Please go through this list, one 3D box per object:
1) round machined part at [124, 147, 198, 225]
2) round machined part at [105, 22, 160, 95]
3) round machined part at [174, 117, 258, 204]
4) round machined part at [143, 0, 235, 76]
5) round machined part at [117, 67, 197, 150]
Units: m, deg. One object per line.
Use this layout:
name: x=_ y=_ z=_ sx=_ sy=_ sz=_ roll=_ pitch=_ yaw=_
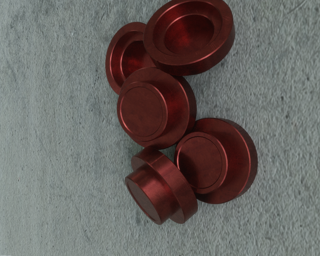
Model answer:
round machined part: x=-0.005 y=0.074 z=0.365 sx=0.098 sy=0.042 sz=0.097 roll=43 pitch=154 yaw=27
round machined part: x=-0.025 y=-0.087 z=0.414 sx=0.098 sy=0.042 sz=0.097 roll=0 pitch=90 yaw=39
round machined part: x=0.055 y=0.037 z=0.349 sx=0.098 sy=0.042 sz=0.097 roll=0 pitch=90 yaw=39
round machined part: x=0.034 y=-0.099 z=0.347 sx=0.098 sy=0.042 sz=0.098 roll=-8 pitch=62 yaw=16
round machined part: x=-0.011 y=-0.021 z=0.359 sx=0.098 sy=0.042 sz=0.097 roll=7 pitch=104 yaw=30
